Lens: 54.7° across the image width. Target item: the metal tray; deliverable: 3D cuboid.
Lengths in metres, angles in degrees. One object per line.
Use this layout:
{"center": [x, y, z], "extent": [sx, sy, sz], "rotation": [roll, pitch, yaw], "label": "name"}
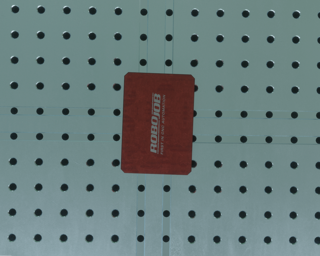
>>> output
{"center": [-0.003, -0.006, 0.410], "extent": [0.091, 0.030, 0.129], "rotation": [2, 90, -1], "label": "metal tray"}
